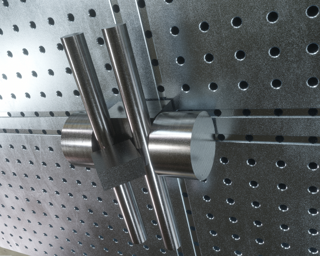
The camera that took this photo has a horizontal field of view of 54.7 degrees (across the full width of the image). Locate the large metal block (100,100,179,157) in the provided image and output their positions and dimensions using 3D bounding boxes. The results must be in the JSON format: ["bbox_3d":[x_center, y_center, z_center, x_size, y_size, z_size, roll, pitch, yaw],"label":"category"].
[{"bbox_3d":[-0.024,0.011,0.409,0.080,0.050,0.080,1,119,27],"label":"large metal block"}]

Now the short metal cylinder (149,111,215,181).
[{"bbox_3d":[0.029,0.020,0.367,0.050,0.080,0.080,1,119,29],"label":"short metal cylinder"}]

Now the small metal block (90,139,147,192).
[{"bbox_3d":[-0.049,0.042,0.361,0.050,0.050,0.025,-135,28,-61],"label":"small metal block"}]

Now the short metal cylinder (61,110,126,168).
[{"bbox_3d":[-0.088,0.015,0.427,0.050,0.080,0.080,1,119,27],"label":"short metal cylinder"}]

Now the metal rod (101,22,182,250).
[{"bbox_3d":[-0.014,0.030,0.368,0.025,0.025,0.298,1,119,28],"label":"metal rod"}]

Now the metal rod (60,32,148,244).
[{"bbox_3d":[-0.062,0.031,0.395,0.025,0.025,0.298,1,119,28],"label":"metal rod"}]
